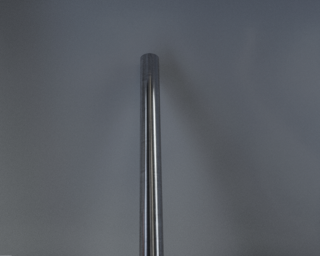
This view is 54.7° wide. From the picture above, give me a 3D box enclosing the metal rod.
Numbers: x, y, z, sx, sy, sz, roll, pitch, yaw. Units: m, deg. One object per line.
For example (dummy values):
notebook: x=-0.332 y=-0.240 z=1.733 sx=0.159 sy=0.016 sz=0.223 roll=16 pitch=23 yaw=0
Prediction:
metal rod: x=-0.011 y=0.044 z=0.352 sx=0.025 sy=0.025 sz=0.299 roll=-1 pitch=66 yaw=0
